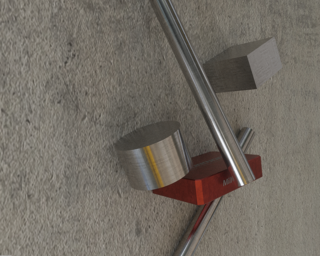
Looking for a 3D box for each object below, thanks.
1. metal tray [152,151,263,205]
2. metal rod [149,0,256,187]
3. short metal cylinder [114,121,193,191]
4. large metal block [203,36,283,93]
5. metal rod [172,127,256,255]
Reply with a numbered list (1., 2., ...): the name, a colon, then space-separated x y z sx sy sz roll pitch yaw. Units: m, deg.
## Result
1. metal tray: 0.064 0.062 0.418 0.131 0.090 0.030 -12 98 -40
2. metal rod: 0.040 -0.072 0.377 0.025 0.025 0.299 -20 84 -39
3. short metal cylinder: -0.007 0.030 0.365 0.081 0.080 0.050 -31 110 -36
4. large metal block: 0.128 -0.096 0.478 0.080 0.080 0.050 -36 113 -34
5. metal rod: 0.075 0.117 0.470 0.025 0.025 0.301 50 60 -29
